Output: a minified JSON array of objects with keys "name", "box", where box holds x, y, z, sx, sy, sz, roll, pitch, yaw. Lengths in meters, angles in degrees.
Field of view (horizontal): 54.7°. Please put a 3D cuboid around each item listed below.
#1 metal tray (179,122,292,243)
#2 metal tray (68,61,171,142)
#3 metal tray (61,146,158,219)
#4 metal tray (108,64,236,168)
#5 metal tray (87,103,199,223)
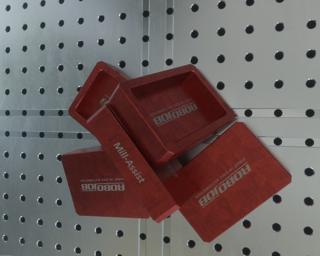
[{"name":"metal tray","box":[0.079,0.065,0.380,0.130,0.030,0.090,-43,77,14]},{"name":"metal tray","box":[-0.054,-0.020,0.427,0.130,0.030,0.090,38,102,15]},{"name":"metal tray","box":[-0.066,0.069,0.407,0.130,0.030,0.089,-9,98,34]},{"name":"metal tray","box":[0.019,-0.021,0.350,0.090,0.131,0.030,53,134,12]},{"name":"metal tray","box":[-0.015,0.034,0.350,0.030,0.090,0.130,-40,78,15]}]
